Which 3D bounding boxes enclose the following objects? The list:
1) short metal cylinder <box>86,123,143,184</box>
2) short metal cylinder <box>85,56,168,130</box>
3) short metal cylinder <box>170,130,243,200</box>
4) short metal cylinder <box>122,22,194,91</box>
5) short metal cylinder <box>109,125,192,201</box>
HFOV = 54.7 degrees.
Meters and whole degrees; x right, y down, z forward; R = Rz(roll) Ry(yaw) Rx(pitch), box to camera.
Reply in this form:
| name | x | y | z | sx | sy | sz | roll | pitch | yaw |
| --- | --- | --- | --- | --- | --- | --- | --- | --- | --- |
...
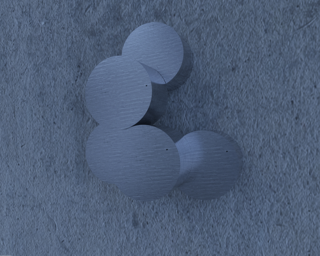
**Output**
| name | x | y | z | sx | sy | sz | roll | pitch | yaw |
| --- | --- | --- | --- | --- | --- | --- | --- | --- | --- |
| short metal cylinder | -0.051 | 0.031 | 0.415 | 0.080 | 0.050 | 0.080 | 0 | 90 | 20 |
| short metal cylinder | -0.037 | -0.038 | 0.356 | 0.080 | 0.050 | 0.080 | 0 | 90 | 20 |
| short metal cylinder | 0.058 | 0.042 | 0.376 | 0.080 | 0.050 | 0.080 | 0 | 90 | 20 |
| short metal cylinder | -0.002 | -0.088 | 0.398 | 0.080 | 0.050 | 0.080 | 0 | 90 | 20 |
| short metal cylinder | -0.009 | 0.036 | 0.346 | 0.080 | 0.050 | 0.080 | 0 | 90 | 19 |
